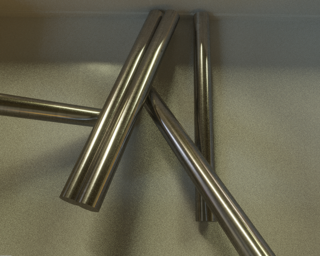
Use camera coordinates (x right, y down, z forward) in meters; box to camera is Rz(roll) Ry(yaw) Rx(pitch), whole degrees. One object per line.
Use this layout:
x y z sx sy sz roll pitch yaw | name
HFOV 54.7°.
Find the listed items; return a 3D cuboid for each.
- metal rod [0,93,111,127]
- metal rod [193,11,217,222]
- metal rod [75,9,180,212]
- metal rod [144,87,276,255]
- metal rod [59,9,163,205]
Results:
-0.183 -0.027 0.348 0.302 0.025 0.025 8 68 -26 | metal rod
0.059 -0.029 0.420 0.025 0.025 0.299 2 70 0 | metal rod
-0.028 -0.043 0.384 0.025 0.025 0.300 17 60 6 | metal rod
0.032 0.031 0.336 0.025 0.025 0.300 -25 48 -9 | metal rod
-0.050 -0.047 0.398 0.025 0.025 0.300 17 61 6 | metal rod
